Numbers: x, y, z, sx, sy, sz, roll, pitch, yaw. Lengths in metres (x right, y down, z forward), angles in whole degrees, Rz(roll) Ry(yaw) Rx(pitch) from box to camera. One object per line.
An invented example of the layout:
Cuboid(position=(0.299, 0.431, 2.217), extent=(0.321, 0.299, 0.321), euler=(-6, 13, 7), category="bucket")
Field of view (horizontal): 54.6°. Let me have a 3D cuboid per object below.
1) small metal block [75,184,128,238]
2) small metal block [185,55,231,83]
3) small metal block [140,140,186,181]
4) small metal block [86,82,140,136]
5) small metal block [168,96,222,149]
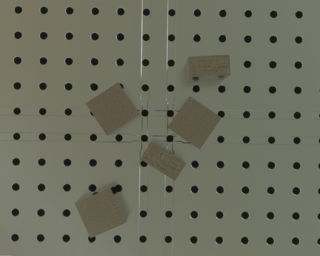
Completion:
Cuboid(position=(-0.077, 0.110, 0.413), extent=(0.050, 0.025, 0.050), euler=(-24, 90, 0), category="small metal block")
Cuboid(position=(0.060, -0.076, 0.401), extent=(0.050, 0.050, 0.025), euler=(-3, 90, 0), category="small metal block")
Cuboid(position=(0.004, 0.040, 0.401), extent=(0.050, 0.050, 0.025), euler=(32, 90, 0), category="small metal block")
Cuboid(position=(-0.061, -0.025, 0.413), extent=(0.050, 0.025, 0.050), euler=(-33, 90, 0), category="small metal block")
Cuboid(position=(0.045, -0.007, 0.414), extent=(0.050, 0.025, 0.050), euler=(34, 90, 0), category="small metal block")
